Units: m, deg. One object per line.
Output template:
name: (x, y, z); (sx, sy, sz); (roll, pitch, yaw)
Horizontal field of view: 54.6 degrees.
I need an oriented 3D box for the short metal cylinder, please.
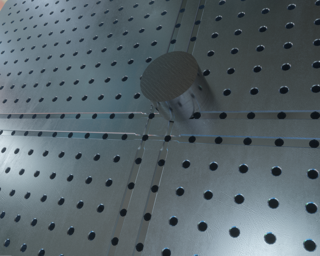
short metal cylinder: (0.021, -0.056, 0.416); (0.080, 0.050, 0.080); (-13, 56, 21)
